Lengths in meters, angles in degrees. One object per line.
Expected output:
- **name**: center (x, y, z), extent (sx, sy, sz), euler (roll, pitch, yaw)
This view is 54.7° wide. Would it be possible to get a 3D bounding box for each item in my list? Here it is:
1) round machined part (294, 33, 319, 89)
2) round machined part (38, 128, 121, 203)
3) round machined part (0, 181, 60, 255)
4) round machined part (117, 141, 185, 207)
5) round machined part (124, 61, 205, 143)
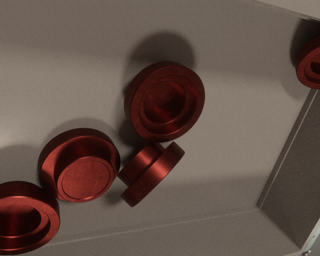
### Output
- **round machined part**: center (0.249, -0.104, 0.452), extent (0.099, 0.042, 0.098), euler (5, 146, 3)
- **round machined part**: center (-0.095, 0.052, 0.379), extent (0.099, 0.042, 0.097), euler (-14, 124, -21)
- **round machined part**: center (-0.169, 0.100, 0.362), extent (0.099, 0.042, 0.097), euler (-10, 127, -14)
- **round machined part**: center (-0.017, 0.051, 0.399), extent (0.042, 0.098, 0.098), euler (44, 94, 2)
- **round machined part**: center (0.002, -0.034, 0.378), extent (0.099, 0.042, 0.097), euler (-13, 122, -22)
